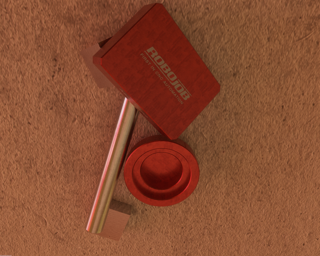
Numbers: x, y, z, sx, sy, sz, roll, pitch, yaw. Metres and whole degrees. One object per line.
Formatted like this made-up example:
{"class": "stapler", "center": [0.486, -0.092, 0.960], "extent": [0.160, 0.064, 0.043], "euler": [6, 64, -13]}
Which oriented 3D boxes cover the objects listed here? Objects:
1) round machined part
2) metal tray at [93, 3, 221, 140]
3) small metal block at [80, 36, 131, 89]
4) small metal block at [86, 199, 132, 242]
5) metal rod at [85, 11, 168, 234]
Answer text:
{"class": "round machined part", "center": [0.002, 0.054, 0.421], "extent": [0.099, 0.042, 0.097], "euler": [0, 110, -1]}
{"class": "metal tray", "center": [0.001, -0.060, 0.351], "extent": [0.090, 0.030, 0.130], "euler": [-48, 120, -8]}
{"class": "small metal block", "center": [-0.062, -0.076, 0.365], "extent": [0.025, 0.050, 0.050], "euler": [-37, 112, -31]}
{"class": "small metal block", "center": [-0.075, 0.133, 0.458], "extent": [0.050, 0.025, 0.050], "euler": [21, 109, -8]}
{"class": "metal rod", "center": [-0.046, 0.001, 0.395], "extent": [0.025, 0.025, 0.298], "euler": [17, 104, -7]}
